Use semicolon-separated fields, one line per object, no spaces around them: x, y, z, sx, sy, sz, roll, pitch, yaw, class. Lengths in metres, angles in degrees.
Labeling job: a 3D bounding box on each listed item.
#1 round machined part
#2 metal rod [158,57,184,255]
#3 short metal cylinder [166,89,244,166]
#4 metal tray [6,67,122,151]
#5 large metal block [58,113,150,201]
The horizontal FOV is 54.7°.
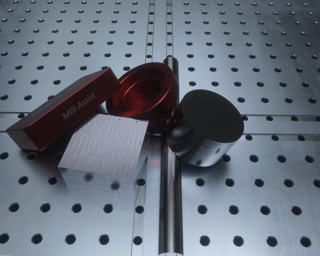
-0.019;-0.038;0.412;0.098;0.042;0.098;-17;46;19;round machined part
0.014;0.011;0.399;0.025;0.025;0.300;1;50;1;metal rod
0.053;-0.001;0.375;0.081;0.050;0.080;13;48;-15;short metal cylinder
-0.121;-0.025;0.392;0.131;0.030;0.090;-44;24;-30;metal tray
-0.060;0.032;0.364;0.080;0.050;0.080;8;51;6;large metal block
